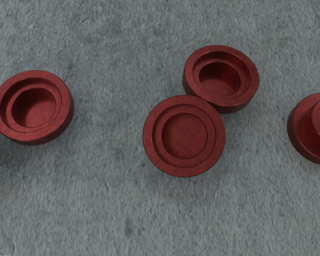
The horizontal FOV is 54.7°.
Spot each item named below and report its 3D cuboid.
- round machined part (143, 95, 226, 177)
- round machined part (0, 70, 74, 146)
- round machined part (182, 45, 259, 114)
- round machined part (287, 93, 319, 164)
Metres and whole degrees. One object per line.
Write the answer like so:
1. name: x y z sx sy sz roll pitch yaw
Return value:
1. round machined part: 0.031 0.010 0.385 0.098 0.042 0.097 0 88 10
2. round machined part: -0.162 -0.023 0.406 0.099 0.042 0.098 0 70 -1
3. round machined part: 0.078 -0.061 0.418 0.099 0.042 0.098 2 63 -4
4. round machined part: 0.223 -0.003 0.403 0.099 0.042 0.098 0 70 -1
